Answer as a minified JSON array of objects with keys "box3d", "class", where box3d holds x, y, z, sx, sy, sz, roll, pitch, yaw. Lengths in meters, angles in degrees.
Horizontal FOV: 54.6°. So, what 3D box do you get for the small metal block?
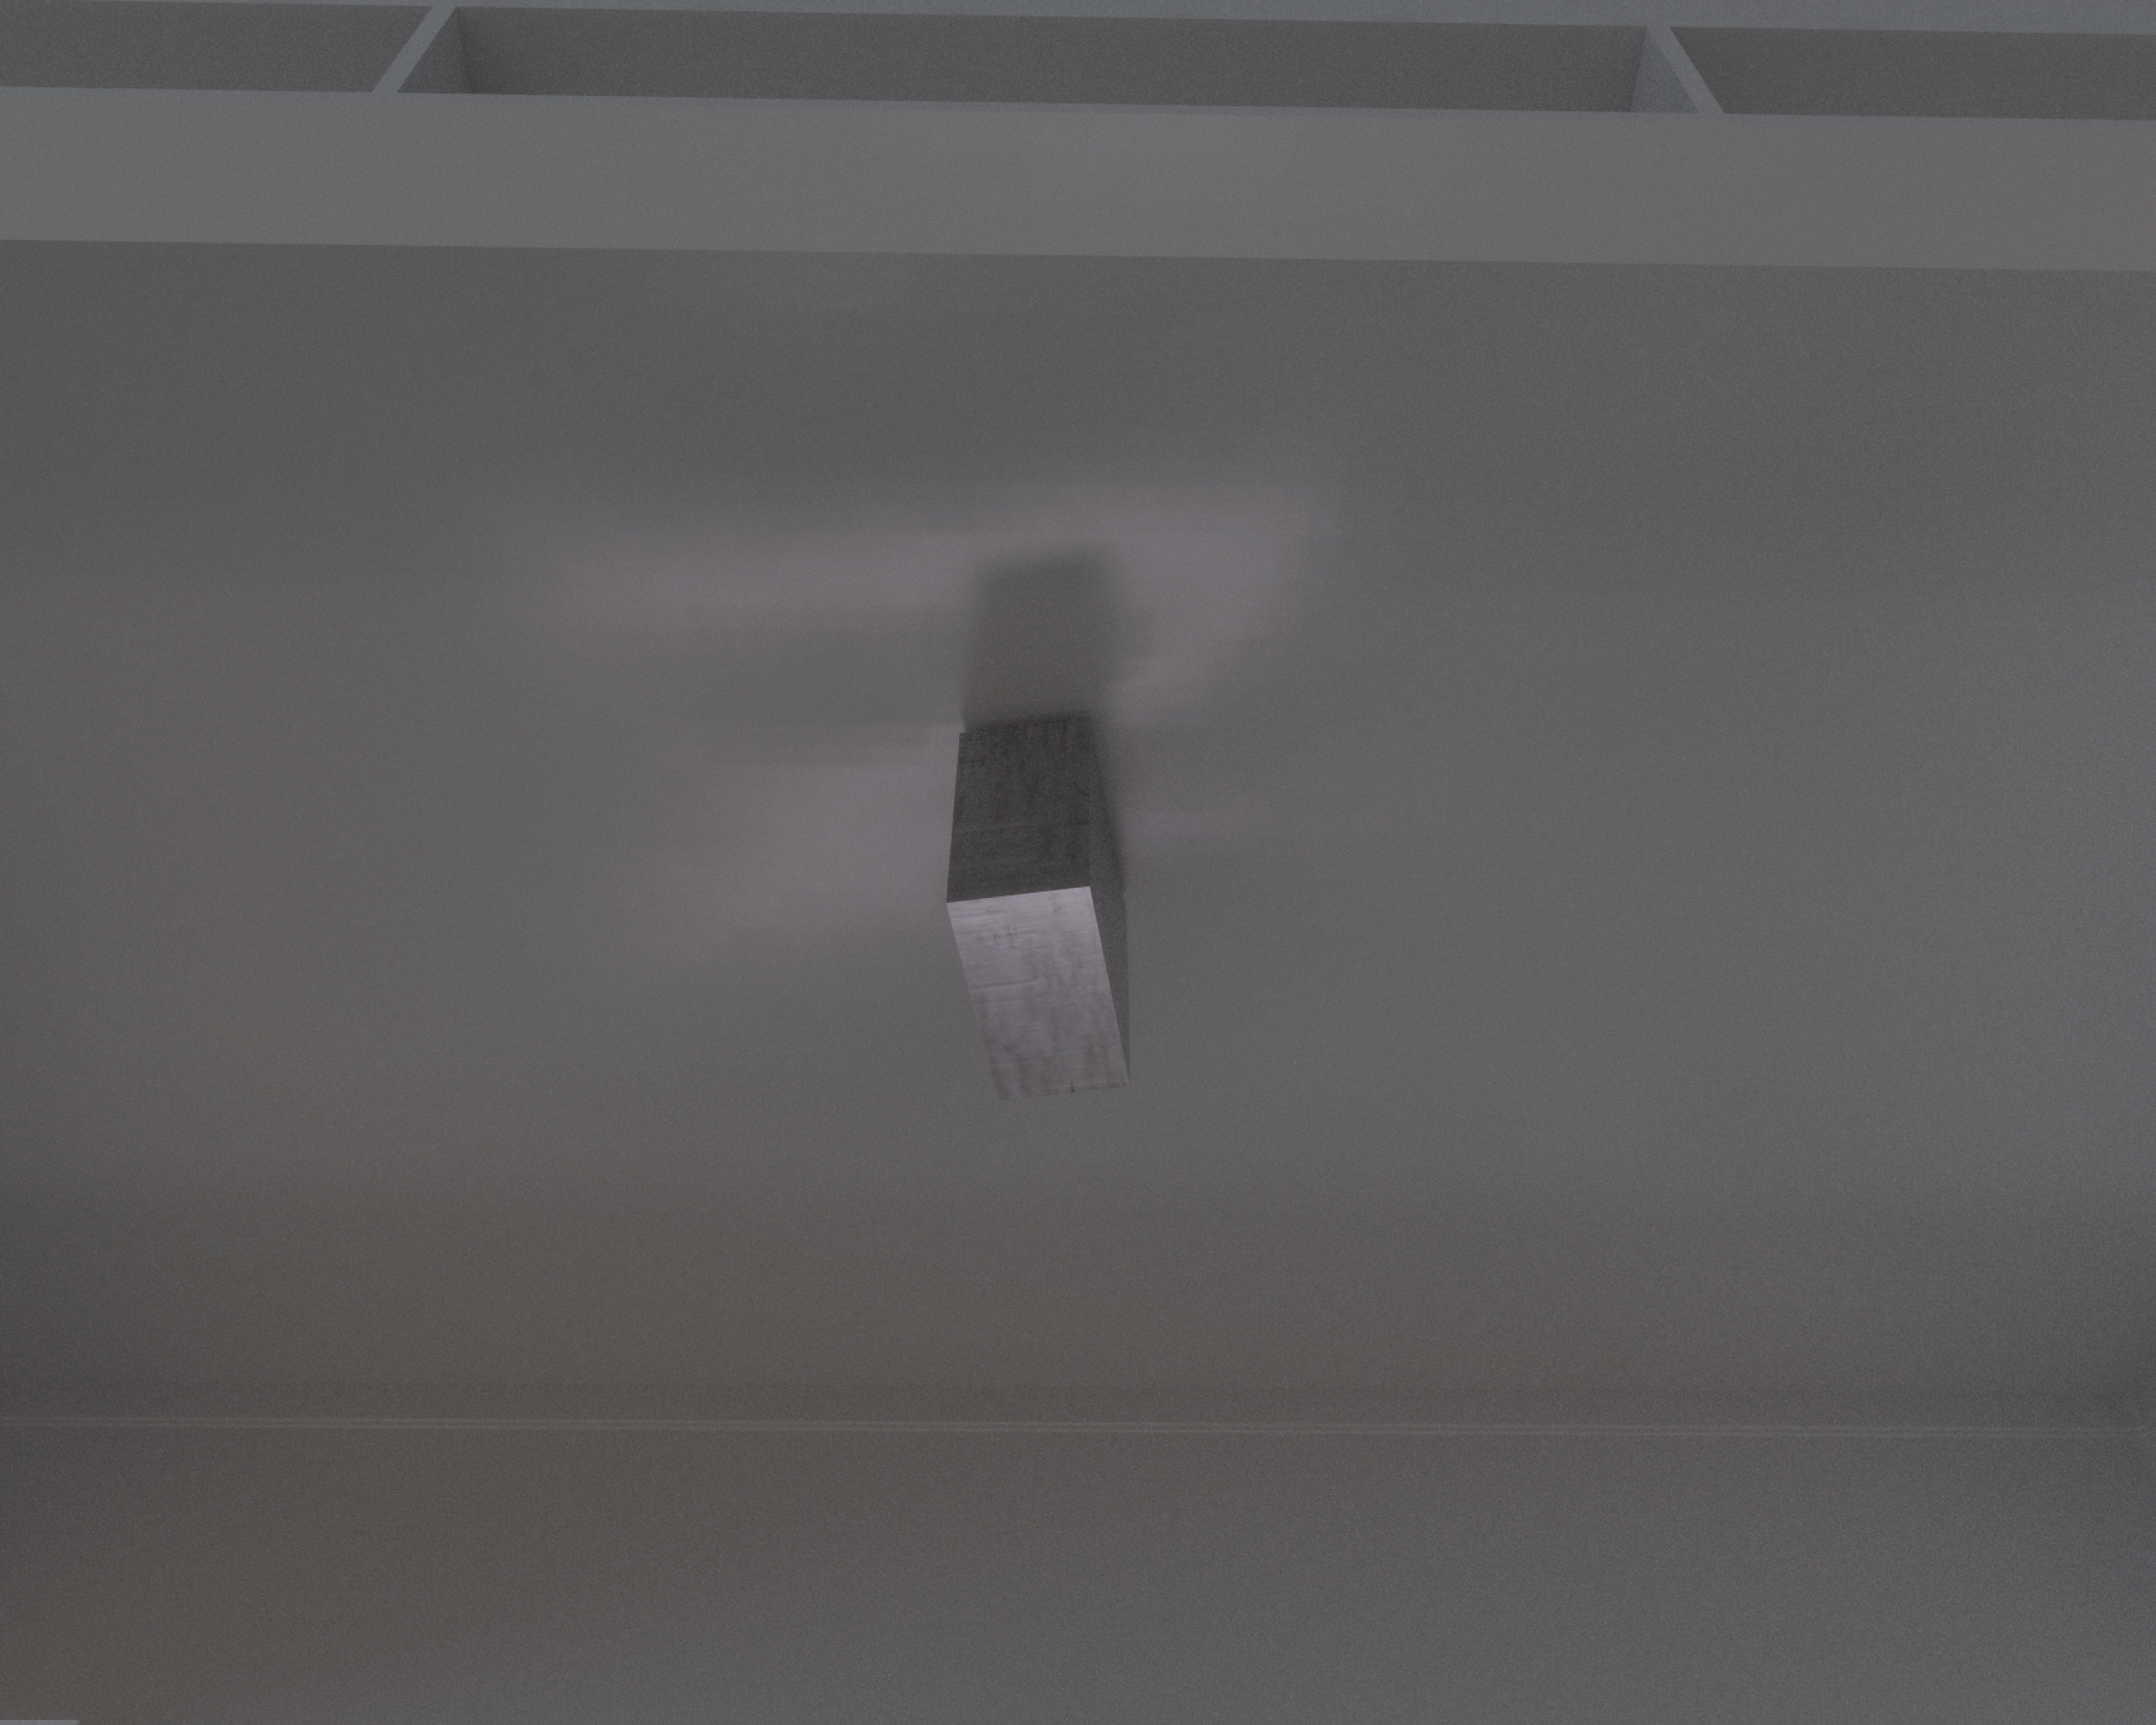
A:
[{"box3d":[-0.006,0.009,0.395,0.025,0.050,0.050,-7,129,6],"class":"small metal block"}]
